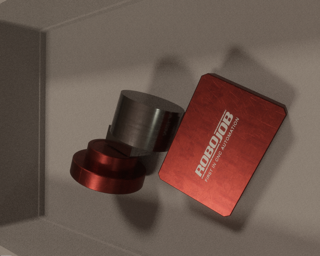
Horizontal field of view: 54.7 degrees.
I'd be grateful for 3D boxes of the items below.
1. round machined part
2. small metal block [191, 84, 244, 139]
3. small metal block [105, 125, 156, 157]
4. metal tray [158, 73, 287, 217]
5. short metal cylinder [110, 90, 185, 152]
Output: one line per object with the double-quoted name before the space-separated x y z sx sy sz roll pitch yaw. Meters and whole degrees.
"round machined part" -0.065 0.045 0.411 0.098 0.099 0.042 25 106 37
"small metal block" 0.062 -0.021 0.354 0.050 0.025 0.050 36 112 34
"small metal block" -0.037 0.016 0.419 0.050 0.050 0.025 26 106 36
"metal tray" 0.064 0.017 0.332 0.090 0.030 0.129 28 109 17
"short metal cylinder" -0.016 -0.010 0.382 0.080 0.081 0.050 29 108 36
